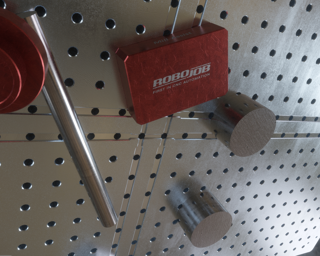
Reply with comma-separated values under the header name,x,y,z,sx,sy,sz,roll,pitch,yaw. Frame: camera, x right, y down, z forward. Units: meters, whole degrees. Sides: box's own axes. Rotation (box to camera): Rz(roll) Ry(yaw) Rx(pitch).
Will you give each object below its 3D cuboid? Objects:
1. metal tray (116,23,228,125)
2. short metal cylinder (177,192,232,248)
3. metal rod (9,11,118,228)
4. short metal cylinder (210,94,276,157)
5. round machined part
name,x,y,z,sx,sy,sz,roll,pitch,yaw
metal tray,0.020,-0.066,0.378,0.131,0.030,0.089,-20,126,-16
short metal cylinder,0.076,0.158,0.534,0.081,0.050,0.079,-14,124,-21
metal rod,-0.099,0.017,0.367,0.025,0.025,0.298,-23,127,-15
short metal cylinder,0.123,-0.004,0.459,0.081,0.050,0.079,-14,124,-21
round machined part,-0.152,-0.053,0.267,0.099,0.042,0.097,-5,125,-6
